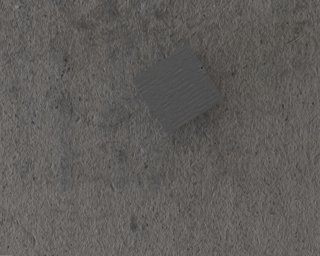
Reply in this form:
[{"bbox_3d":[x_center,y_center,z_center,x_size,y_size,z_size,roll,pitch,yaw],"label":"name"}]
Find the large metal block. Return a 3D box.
[{"bbox_3d":[0.022,-0.047,0.398,0.080,0.050,0.080,-33,90,0],"label":"large metal block"}]
